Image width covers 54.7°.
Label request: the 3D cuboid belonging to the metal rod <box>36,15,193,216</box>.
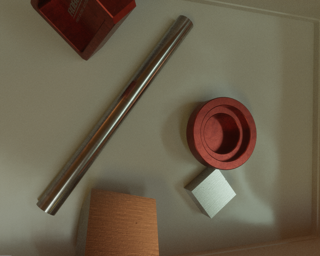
[{"bbox_3d":[-0.049,-0.025,0.393,0.025,0.025,0.300,39,77,-16],"label":"metal rod"}]

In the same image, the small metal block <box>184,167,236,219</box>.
[{"bbox_3d":[0.071,0.090,0.438,0.050,0.025,0.050,-39,103,-16],"label":"small metal block"}]

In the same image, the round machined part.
[{"bbox_3d":[0.081,0.008,0.430,0.099,0.042,0.097,2,86,-21],"label":"round machined part"}]

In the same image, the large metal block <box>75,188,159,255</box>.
[{"bbox_3d":[-0.050,0.124,0.358,0.081,0.050,0.080,15,44,-20],"label":"large metal block"}]

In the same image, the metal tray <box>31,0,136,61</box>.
[{"bbox_3d":[-0.086,-0.129,0.322,0.090,0.130,0.030,46,69,-15],"label":"metal tray"}]
